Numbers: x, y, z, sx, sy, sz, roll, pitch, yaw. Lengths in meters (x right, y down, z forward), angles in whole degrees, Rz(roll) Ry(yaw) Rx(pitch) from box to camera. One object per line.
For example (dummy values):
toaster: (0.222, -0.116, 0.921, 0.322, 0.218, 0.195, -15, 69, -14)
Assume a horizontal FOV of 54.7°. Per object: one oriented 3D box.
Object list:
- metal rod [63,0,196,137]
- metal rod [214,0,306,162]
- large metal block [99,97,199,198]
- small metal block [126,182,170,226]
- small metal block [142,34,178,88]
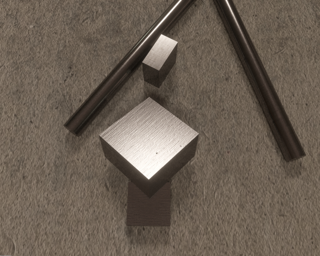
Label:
metal rod: (-0.028, -0.110, 0.447, 0.025, 0.025, 0.300, 34, 73, 11)
metal rod: (0.131, -0.095, 0.444, 0.025, 0.025, 0.299, -16, 71, -6)
large metal block: (-0.013, 0.022, 0.372, 0.080, 0.050, 0.080, 38, 62, 24)
small metal block: (-0.013, 0.092, 0.374, 0.050, 0.025, 0.050, 1, 70, 0)
small metal block: (0.000, -0.091, 0.428, 0.025, 0.050, 0.050, 28, 72, 9)
